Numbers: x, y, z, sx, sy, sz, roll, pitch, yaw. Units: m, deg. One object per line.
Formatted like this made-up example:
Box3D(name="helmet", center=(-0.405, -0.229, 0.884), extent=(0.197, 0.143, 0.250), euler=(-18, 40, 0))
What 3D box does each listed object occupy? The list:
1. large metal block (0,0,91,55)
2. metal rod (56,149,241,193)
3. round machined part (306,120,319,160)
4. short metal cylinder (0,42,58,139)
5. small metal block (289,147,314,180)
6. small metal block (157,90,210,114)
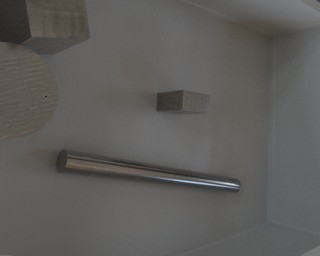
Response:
Box3D(name="large metal block", center=(-0.110, -0.113, 0.279), extent=(0.050, 0.080, 0.079), euler=(-12, 98, -40))
Box3D(name="metal rod", center=(0.011, 0.065, 0.417), extent=(0.302, 0.025, 0.025), euler=(15, 81, -39))
Box3D(name="round machined part", center=(0.374, 0.028, 0.717), extent=(0.099, 0.042, 0.097), euler=(0, 90, -40))
Box3D(name="short metal cylinder", center=(-0.139, -0.031, 0.274), extent=(0.081, 0.050, 0.079), euler=(0, 90, -40))
Box3D(name="small metal block", center=(0.308, 0.076, 0.672), extent=(0.050, 0.025, 0.050), euler=(-32, 110, -36))
Box3D(name="small metal block", center=(0.031, -0.034, 0.419), extent=(0.050, 0.050, 0.025), euler=(4, 88, -40))
